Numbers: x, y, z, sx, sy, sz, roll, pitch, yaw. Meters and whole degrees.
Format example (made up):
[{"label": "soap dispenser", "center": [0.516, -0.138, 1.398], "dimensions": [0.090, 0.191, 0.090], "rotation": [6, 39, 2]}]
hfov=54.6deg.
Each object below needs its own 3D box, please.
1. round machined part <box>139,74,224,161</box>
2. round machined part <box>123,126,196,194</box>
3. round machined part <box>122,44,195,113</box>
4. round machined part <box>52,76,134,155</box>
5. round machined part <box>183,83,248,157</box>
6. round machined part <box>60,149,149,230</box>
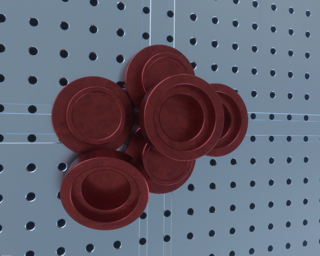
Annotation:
[{"label": "round machined part", "center": [0.022, -0.012, 0.366], "dimensions": [0.099, 0.042, 0.097], "rotation": [0, 90, -20]}, {"label": "round machined part", "center": [0.003, 0.038, 0.404], "dimensions": [0.099, 0.042, 0.097], "rotation": [0, 90, -20]}, {"label": "round machined part", "center": [0.003, -0.060, 0.404], "dimensions": [0.099, 0.042, 0.097], "rotation": [0, 90, -20]}, {"label": "round machined part", "center": [-0.079, -0.014, 0.374], "dimensions": [0.099, 0.042, 0.097], "rotation": [0, 90, -20]}, {"label": "round machined part", "center": [0.068, -0.011, 0.428], "dimensions": [0.099, 0.042, 0.097], "rotation": [0, 90, -20]}, {"label": "round machined part", "center": [-0.063, 0.068, 0.366], "dimensions": [0.099, 0.042, 0.097], "rotation": [-2, 112, -4]}]
